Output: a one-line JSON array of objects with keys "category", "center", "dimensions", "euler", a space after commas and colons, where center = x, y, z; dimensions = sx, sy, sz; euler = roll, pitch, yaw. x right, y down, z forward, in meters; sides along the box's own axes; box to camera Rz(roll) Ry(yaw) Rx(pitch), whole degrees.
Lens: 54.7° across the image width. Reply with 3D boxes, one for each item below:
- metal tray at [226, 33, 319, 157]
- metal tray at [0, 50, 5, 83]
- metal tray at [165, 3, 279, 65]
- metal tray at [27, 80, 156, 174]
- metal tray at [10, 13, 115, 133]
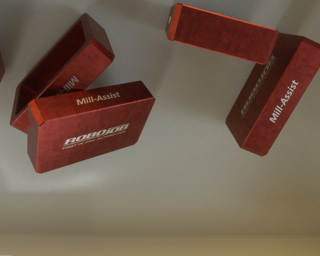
[{"category": "metal tray", "center": [0.127, -0.042, 0.361], "dimensions": [0.030, 0.090, 0.129], "euler": [22, 109, -8]}, {"category": "metal tray", "center": [-0.221, -0.090, 0.322], "dimensions": [0.091, 0.129, 0.030], "euler": [16, 67, -14]}, {"category": "metal tray", "center": [0.054, -0.100, 0.319], "dimensions": [0.091, 0.130, 0.030], "euler": [13, 110, -5]}, {"category": "metal tray", "center": [-0.077, -0.002, 0.349], "dimensions": [0.131, 0.030, 0.089], "euler": [-16, 149, -34]}, {"category": "metal tray", "center": [-0.112, -0.061, 0.350], "dimensions": [0.130, 0.090, 0.030], "euler": [-42, 128, 13]}]
